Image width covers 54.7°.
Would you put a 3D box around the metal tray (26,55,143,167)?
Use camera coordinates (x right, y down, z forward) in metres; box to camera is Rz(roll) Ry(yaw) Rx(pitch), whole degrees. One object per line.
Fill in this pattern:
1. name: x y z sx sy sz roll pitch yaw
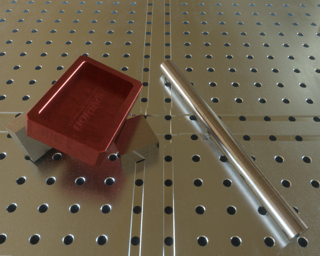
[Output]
1. metal tray: -0.085 -0.026 0.373 0.090 0.030 0.130 25 47 -3

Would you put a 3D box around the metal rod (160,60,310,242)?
1. metal rod: 0.077 0.006 0.403 0.025 0.025 0.300 -20 53 -17

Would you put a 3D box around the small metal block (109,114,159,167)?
1. small metal block: -0.035 0.015 0.395 0.050 0.025 0.050 -20 53 -17

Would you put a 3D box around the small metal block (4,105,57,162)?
1. small metal block: -0.153 0.005 0.383 0.025 0.050 0.050 24 53 33
